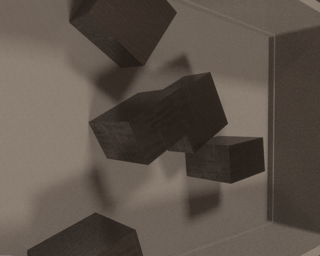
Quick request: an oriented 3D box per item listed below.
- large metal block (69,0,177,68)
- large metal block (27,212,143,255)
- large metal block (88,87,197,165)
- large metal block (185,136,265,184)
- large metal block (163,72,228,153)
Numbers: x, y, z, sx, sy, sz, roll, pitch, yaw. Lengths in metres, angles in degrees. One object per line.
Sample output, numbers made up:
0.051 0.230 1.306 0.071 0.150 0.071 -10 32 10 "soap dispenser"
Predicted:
-0.040 -0.126 0.353 0.080 0.050 0.080 39 72 -34 "large metal block"
-0.073 0.135 0.311 0.081 0.080 0.050 -23 105 -38 "large metal block"
-0.020 -0.004 0.356 0.081 0.080 0.050 -36 113 -34 "large metal block"
0.094 0.042 0.453 0.081 0.080 0.050 -8 96 -40 "large metal block"
0.039 -0.022 0.426 0.081 0.050 0.080 -36 113 -34 "large metal block"
